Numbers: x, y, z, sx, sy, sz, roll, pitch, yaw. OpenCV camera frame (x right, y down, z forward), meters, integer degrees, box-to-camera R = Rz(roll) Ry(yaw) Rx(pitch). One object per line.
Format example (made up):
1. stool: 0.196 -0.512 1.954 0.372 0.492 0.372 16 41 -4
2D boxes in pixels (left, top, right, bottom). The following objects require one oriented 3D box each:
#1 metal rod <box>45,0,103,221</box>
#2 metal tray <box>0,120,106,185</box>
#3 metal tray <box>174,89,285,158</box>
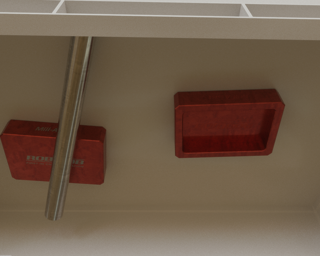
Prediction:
1. metal rod: -0.110 -0.002 0.372 0.025 0.025 0.298 13 119 -11
2. metal tray: -0.143 0.036 0.435 0.131 0.030 0.089 5 130 -5
3. metal tray: 0.084 -0.004 0.403 0.131 0.030 0.089 -2 130 1
